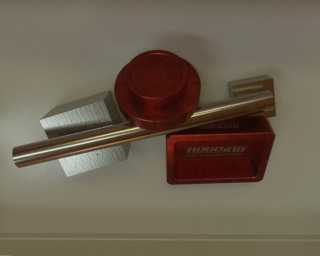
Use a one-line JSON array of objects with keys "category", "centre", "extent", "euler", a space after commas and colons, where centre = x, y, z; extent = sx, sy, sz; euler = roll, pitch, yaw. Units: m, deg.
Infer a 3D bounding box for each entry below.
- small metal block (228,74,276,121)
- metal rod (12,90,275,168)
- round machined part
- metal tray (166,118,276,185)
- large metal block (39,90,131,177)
[{"category": "small metal block", "centre": [0.118, -0.037, 0.397], "extent": [0.050, 0.025, 0.050], "euler": [-11, 110, 3]}, {"category": "metal rod", "centre": [-0.015, 0.000, 0.362], "extent": [0.302, 0.025, 0.025], "euler": [-13, 110, -4]}, {"category": "round machined part", "centre": [-0.003, -0.049, 0.350], "extent": [0.099, 0.098, 0.042], "euler": [-4, 151, 1]}, {"category": "metal tray", "centre": [0.073, 0.032, 0.405], "extent": [0.131, 0.030, 0.089], "euler": [-2, 130, -1]}, {"category": "large metal block", "centre": [-0.091, 0.006, 0.396], "extent": [0.080, 0.050, 0.080], "euler": [-17, 110, 5]}]
